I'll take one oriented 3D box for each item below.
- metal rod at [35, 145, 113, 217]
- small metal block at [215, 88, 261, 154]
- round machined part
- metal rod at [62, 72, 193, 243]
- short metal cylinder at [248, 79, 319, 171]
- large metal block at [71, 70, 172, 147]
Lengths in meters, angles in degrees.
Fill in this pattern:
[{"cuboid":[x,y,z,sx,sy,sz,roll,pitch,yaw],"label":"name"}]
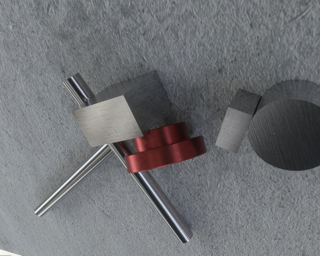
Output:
[{"cuboid":[-0.156,0.095,0.545,0.025,0.025,0.299,46,129,-5],"label":"metal rod"},{"cuboid":[0.086,-0.009,0.340,0.025,0.050,0.050,22,127,15],"label":"small metal block"},{"cuboid":[0.004,0.021,0.375,0.098,0.099,0.042,-17,87,34],"label":"round machined part"},{"cuboid":[-0.037,0.054,0.445,0.025,0.025,0.299,-20,112,35],"label":"metal rod"},{"cuboid":[0.136,-0.003,0.317,0.080,0.050,0.079,13,124,20],"label":"short metal cylinder"},{"cuboid":[-0.044,-0.024,0.378,0.080,0.080,0.050,-13,112,33],"label":"large metal block"}]
